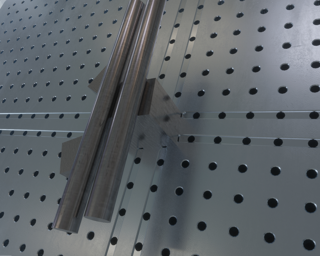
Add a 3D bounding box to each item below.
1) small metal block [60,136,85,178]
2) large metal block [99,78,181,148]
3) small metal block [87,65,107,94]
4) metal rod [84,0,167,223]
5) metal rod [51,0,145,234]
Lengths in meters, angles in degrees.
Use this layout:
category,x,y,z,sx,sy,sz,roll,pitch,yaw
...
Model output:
category,x,y,z,sx,sy,sz,roll,pitch,yaw
small metal block,-0.113,0.041,0.443,0.050,0.025,0.050,-19,54,17
large metal block,-0.028,-0.015,0.396,0.080,0.080,0.050,-6,60,25
small metal block,-0.078,-0.068,0.491,0.050,0.025,0.050,34,80,38
metal rod,-0.030,-0.048,0.350,0.025,0.025,0.300,-2,60,27
metal rod,-0.061,-0.034,0.358,0.025,0.025,0.300,-2,61,27
